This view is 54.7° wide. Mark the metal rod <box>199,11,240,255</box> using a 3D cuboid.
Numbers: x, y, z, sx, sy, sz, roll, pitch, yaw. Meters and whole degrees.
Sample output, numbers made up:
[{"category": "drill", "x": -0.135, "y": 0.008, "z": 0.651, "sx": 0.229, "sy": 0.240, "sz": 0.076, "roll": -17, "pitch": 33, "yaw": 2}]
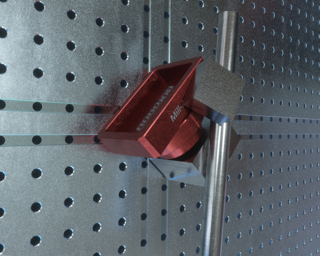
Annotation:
[{"category": "metal rod", "x": 0.070, "y": 0.011, "z": 0.366, "sx": 0.025, "sy": 0.025, "sz": 0.298, "roll": 9, "pitch": 84, "yaw": -40}]

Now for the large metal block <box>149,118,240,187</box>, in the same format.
[{"category": "large metal block", "x": 0.045, "y": 0.027, "z": 0.410, "sx": 0.050, "sy": 0.080, "sz": 0.080, "roll": 51, "pitch": 60, "yaw": -29}]

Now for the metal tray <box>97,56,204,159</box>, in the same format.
[{"category": "metal tray", "x": -0.005, "y": -0.026, "z": 0.364, "sx": 0.030, "sy": 0.090, "sz": 0.130, "roll": 51, "pitch": 60, "yaw": -28}]

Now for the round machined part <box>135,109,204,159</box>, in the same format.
[{"category": "round machined part", "x": 0.012, "y": -0.001, "z": 0.379, "sx": 0.042, "sy": 0.098, "sz": 0.098, "roll": 50, "pitch": 60, "yaw": -29}]

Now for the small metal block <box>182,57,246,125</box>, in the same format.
[{"category": "small metal block", "x": 0.058, "y": -0.039, "z": 0.332, "sx": 0.050, "sy": 0.025, "sz": 0.050, "roll": 27, "pitch": 70, "yaw": -17}]
